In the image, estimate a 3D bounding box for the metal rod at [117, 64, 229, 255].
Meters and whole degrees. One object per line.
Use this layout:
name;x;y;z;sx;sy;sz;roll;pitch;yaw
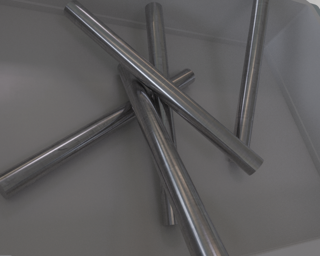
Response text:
metal rod;-0.004;0.007;0.322;0.025;0.025;0.300;6;35;-25

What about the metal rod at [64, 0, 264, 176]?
metal rod;0.000;-0.052;0.376;0.300;0.025;0.025;41;51;6

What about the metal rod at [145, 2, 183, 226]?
metal rod;0.003;-0.032;0.397;0.025;0.025;0.299;5;69;-26

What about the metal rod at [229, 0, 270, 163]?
metal rod;0.137;-0.096;0.456;0.025;0.025;0.299;13;82;-21

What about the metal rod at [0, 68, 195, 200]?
metal rod;-0.053;-0.012;0.383;0.025;0.025;0.302;50;51;6
